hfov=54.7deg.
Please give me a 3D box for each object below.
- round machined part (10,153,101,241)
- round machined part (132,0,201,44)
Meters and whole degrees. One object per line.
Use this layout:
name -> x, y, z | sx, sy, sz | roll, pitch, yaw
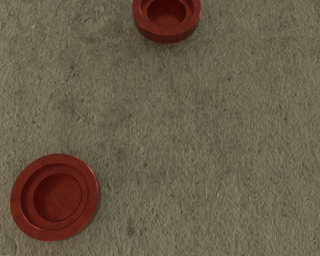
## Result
round machined part -> -0.119, 0.083, 0.368 | 0.099, 0.042, 0.098 | 0, 70, 0
round machined part -> 0.010, -0.166, 0.460 | 0.099, 0.042, 0.098 | 0, 70, 0
